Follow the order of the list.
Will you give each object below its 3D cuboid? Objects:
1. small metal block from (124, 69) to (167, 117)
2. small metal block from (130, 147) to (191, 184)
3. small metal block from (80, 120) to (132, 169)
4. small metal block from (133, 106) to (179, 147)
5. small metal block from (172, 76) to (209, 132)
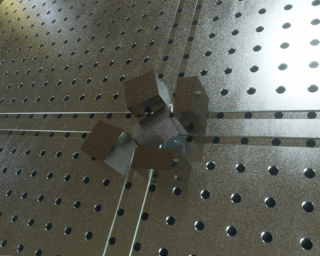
[{"bbox_3d":[-0.022,-0.051,0.450,0.050,0.025,0.050,-21,54,15],"label":"small metal block"},{"bbox_3d":[0.002,0.044,0.362,0.050,0.050,0.025,0,64,28],"label":"small metal block"},{"bbox_3d":[-0.075,0.022,0.433,0.050,0.025,0.050,20,72,35],"label":"small metal block"},{"bbox_3d":[-0.007,0.002,0.395,0.050,0.025,0.050,-32,19,6],"label":"small metal block"},{"bbox_3d":[0.040,-0.029,0.388,0.025,0.050,0.050,-4,60,26],"label":"small metal block"}]
